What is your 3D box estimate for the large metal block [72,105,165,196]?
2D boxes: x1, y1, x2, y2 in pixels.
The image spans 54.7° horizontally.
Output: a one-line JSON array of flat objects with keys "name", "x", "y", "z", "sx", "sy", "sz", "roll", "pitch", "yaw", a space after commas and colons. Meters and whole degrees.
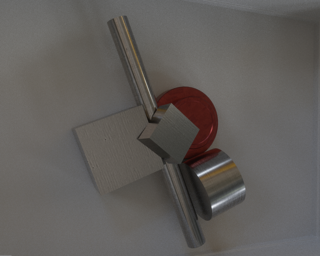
[{"name": "large metal block", "x": -0.052, "y": 0.024, "z": 0.375, "sx": 0.081, "sy": 0.050, "sz": 0.080, "roll": -22, "pitch": 98, "yaw": -19}]

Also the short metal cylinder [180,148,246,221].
[{"name": "short metal cylinder", "x": 0.065, "y": 0.073, "z": 0.405, "sx": 0.050, "sy": 0.080, "sz": 0.080, "roll": -22, "pitch": 98, "yaw": -19}]

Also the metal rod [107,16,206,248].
[{"name": "metal rod", "x": -0.002, "y": 0.011, "z": 0.387, "sx": 0.025, "sy": 0.025, "sz": 0.298, "roll": -22, "pitch": 98, "yaw": -19}]

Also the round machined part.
[{"name": "round machined part", "x": 0.035, "y": -0.007, "z": 0.413, "sx": 0.099, "sy": 0.042, "sz": 0.097, "roll": 0, "pitch": 90, "yaw": -21}]

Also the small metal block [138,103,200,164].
[{"name": "small metal block", "x": 0.011, "y": 0.007, "z": 0.363, "sx": 0.050, "sy": 0.025, "sz": 0.050, "roll": 41, "pitch": 65, "yaw": -23}]
